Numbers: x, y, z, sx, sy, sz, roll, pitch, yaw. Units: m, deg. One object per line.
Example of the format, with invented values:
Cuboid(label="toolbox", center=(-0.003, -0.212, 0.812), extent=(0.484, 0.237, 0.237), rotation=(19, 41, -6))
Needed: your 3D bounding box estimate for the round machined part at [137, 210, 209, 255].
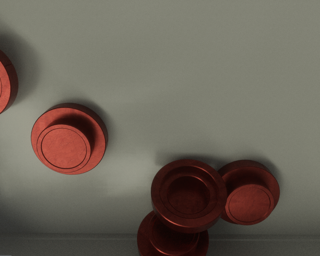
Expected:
Cuboid(label="round machined part", center=(0.018, 0.149, 0.423), extent=(0.099, 0.098, 0.042), rotation=(0, 136, -1))

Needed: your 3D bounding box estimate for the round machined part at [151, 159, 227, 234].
Cuboid(label="round machined part", center=(0.037, 0.094, 0.415), extent=(0.099, 0.098, 0.042), rotation=(0, 141, -1))

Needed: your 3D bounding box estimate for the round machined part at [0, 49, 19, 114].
Cuboid(label="round machined part", center=(-0.222, -0.060, 0.377), extent=(0.099, 0.042, 0.097), rotation=(0, 110, -1))

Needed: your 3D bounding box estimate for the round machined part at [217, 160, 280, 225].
Cuboid(label="round machined part", center=(0.122, 0.098, 0.440), extent=(0.099, 0.042, 0.097), rotation=(0, 110, -1))

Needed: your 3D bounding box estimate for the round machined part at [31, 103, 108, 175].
Cuboid(label="round machined part", center=(-0.121, 0.019, 0.408), extent=(0.099, 0.042, 0.097), rotation=(0, 110, -1))
